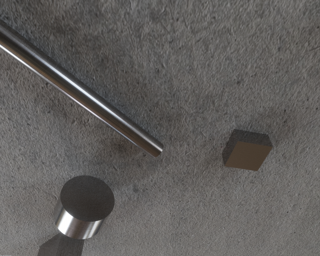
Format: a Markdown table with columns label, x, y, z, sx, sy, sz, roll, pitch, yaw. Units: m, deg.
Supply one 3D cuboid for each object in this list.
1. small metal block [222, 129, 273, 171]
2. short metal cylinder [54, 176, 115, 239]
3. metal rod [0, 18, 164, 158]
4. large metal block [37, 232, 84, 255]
| label | x | y | z | sx | sy | sz | roll | pitch | yaw |
| --- | --- | --- | --- | --- | --- | --- | --- | --- | --- |
| small metal block | 0.121 | 0.032 | 0.436 | 0.050 | 0.025 | 0.050 | 9 | 130 | -9 |
| short metal cylinder | -0.116 | 0.120 | 0.471 | 0.081 | 0.080 | 0.050 | 18 | 128 | -15 |
| metal rod | -0.107 | -0.051 | 0.361 | 0.025 | 0.025 | 0.301 | -36 | 122 | 26 |
| large metal block | -0.194 | 0.255 | 0.585 | 0.050 | 0.080 | 0.080 | 37 | 121 | -27 |
